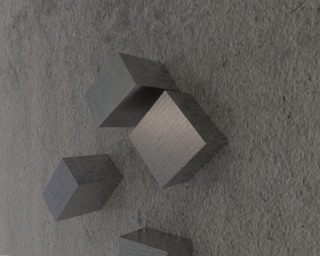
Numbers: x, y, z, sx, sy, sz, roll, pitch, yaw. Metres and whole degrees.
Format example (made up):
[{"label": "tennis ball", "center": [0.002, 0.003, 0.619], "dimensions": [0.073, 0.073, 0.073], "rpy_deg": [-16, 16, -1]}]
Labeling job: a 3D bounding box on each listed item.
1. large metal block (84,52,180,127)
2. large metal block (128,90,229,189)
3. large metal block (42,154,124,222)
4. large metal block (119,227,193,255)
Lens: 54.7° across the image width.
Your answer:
[{"label": "large metal block", "center": [-0.036, -0.044, 0.399], "dimensions": [0.080, 0.081, 0.050], "rpy_deg": [-43, 64, 31]}, {"label": "large metal block", "center": [0.020, 0.013, 0.372], "dimensions": [0.080, 0.050, 0.080], "rpy_deg": [-50, 61, 28]}, {"label": "large metal block", "center": [-0.116, 0.087, 0.465], "dimensions": [0.050, 0.081, 0.080], "rpy_deg": [50, 119, 28]}, {"label": "large metal block", "center": [-0.006, 0.180, 0.394], "dimensions": [0.080, 0.050, 0.080], "rpy_deg": [-1, 90, 40]}]
